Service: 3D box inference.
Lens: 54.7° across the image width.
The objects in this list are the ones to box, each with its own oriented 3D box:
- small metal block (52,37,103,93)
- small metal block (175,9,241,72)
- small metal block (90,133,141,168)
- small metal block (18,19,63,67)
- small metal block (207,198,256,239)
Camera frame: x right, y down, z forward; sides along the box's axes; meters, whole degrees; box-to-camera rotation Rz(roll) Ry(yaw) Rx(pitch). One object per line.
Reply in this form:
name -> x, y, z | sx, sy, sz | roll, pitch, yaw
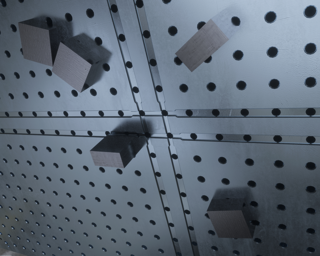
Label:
small metal block -> -0.112, -0.084, 0.416 | 0.050, 0.025, 0.050 | 37, 129, 3
small metal block -> 0.049, -0.089, 0.313 | 0.025, 0.050, 0.050 | 47, 129, -5
small metal block -> -0.063, 0.031, 0.446 | 0.050, 0.050, 0.025 | 1, 119, 27
small metal block -> -0.160, -0.116, 0.421 | 0.050, 0.025, 0.050 | 18, 125, 17
small metal block -> 0.101, 0.127, 0.436 | 0.050, 0.025, 0.050 | -12, 113, 32
